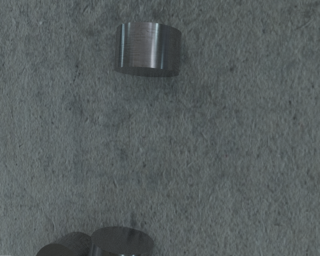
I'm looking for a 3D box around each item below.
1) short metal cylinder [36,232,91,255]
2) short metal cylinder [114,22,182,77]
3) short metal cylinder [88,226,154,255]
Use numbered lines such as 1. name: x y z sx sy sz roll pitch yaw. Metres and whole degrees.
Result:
1. short metal cylinder: -0.130 0.195 0.440 0.080 0.050 0.079 0 90 19
2. short metal cylinder: -0.015 -0.094 0.384 0.080 0.080 0.050 4 92 19
3. short metal cylinder: -0.052 0.167 0.397 0.080 0.080 0.050 11 94 19
